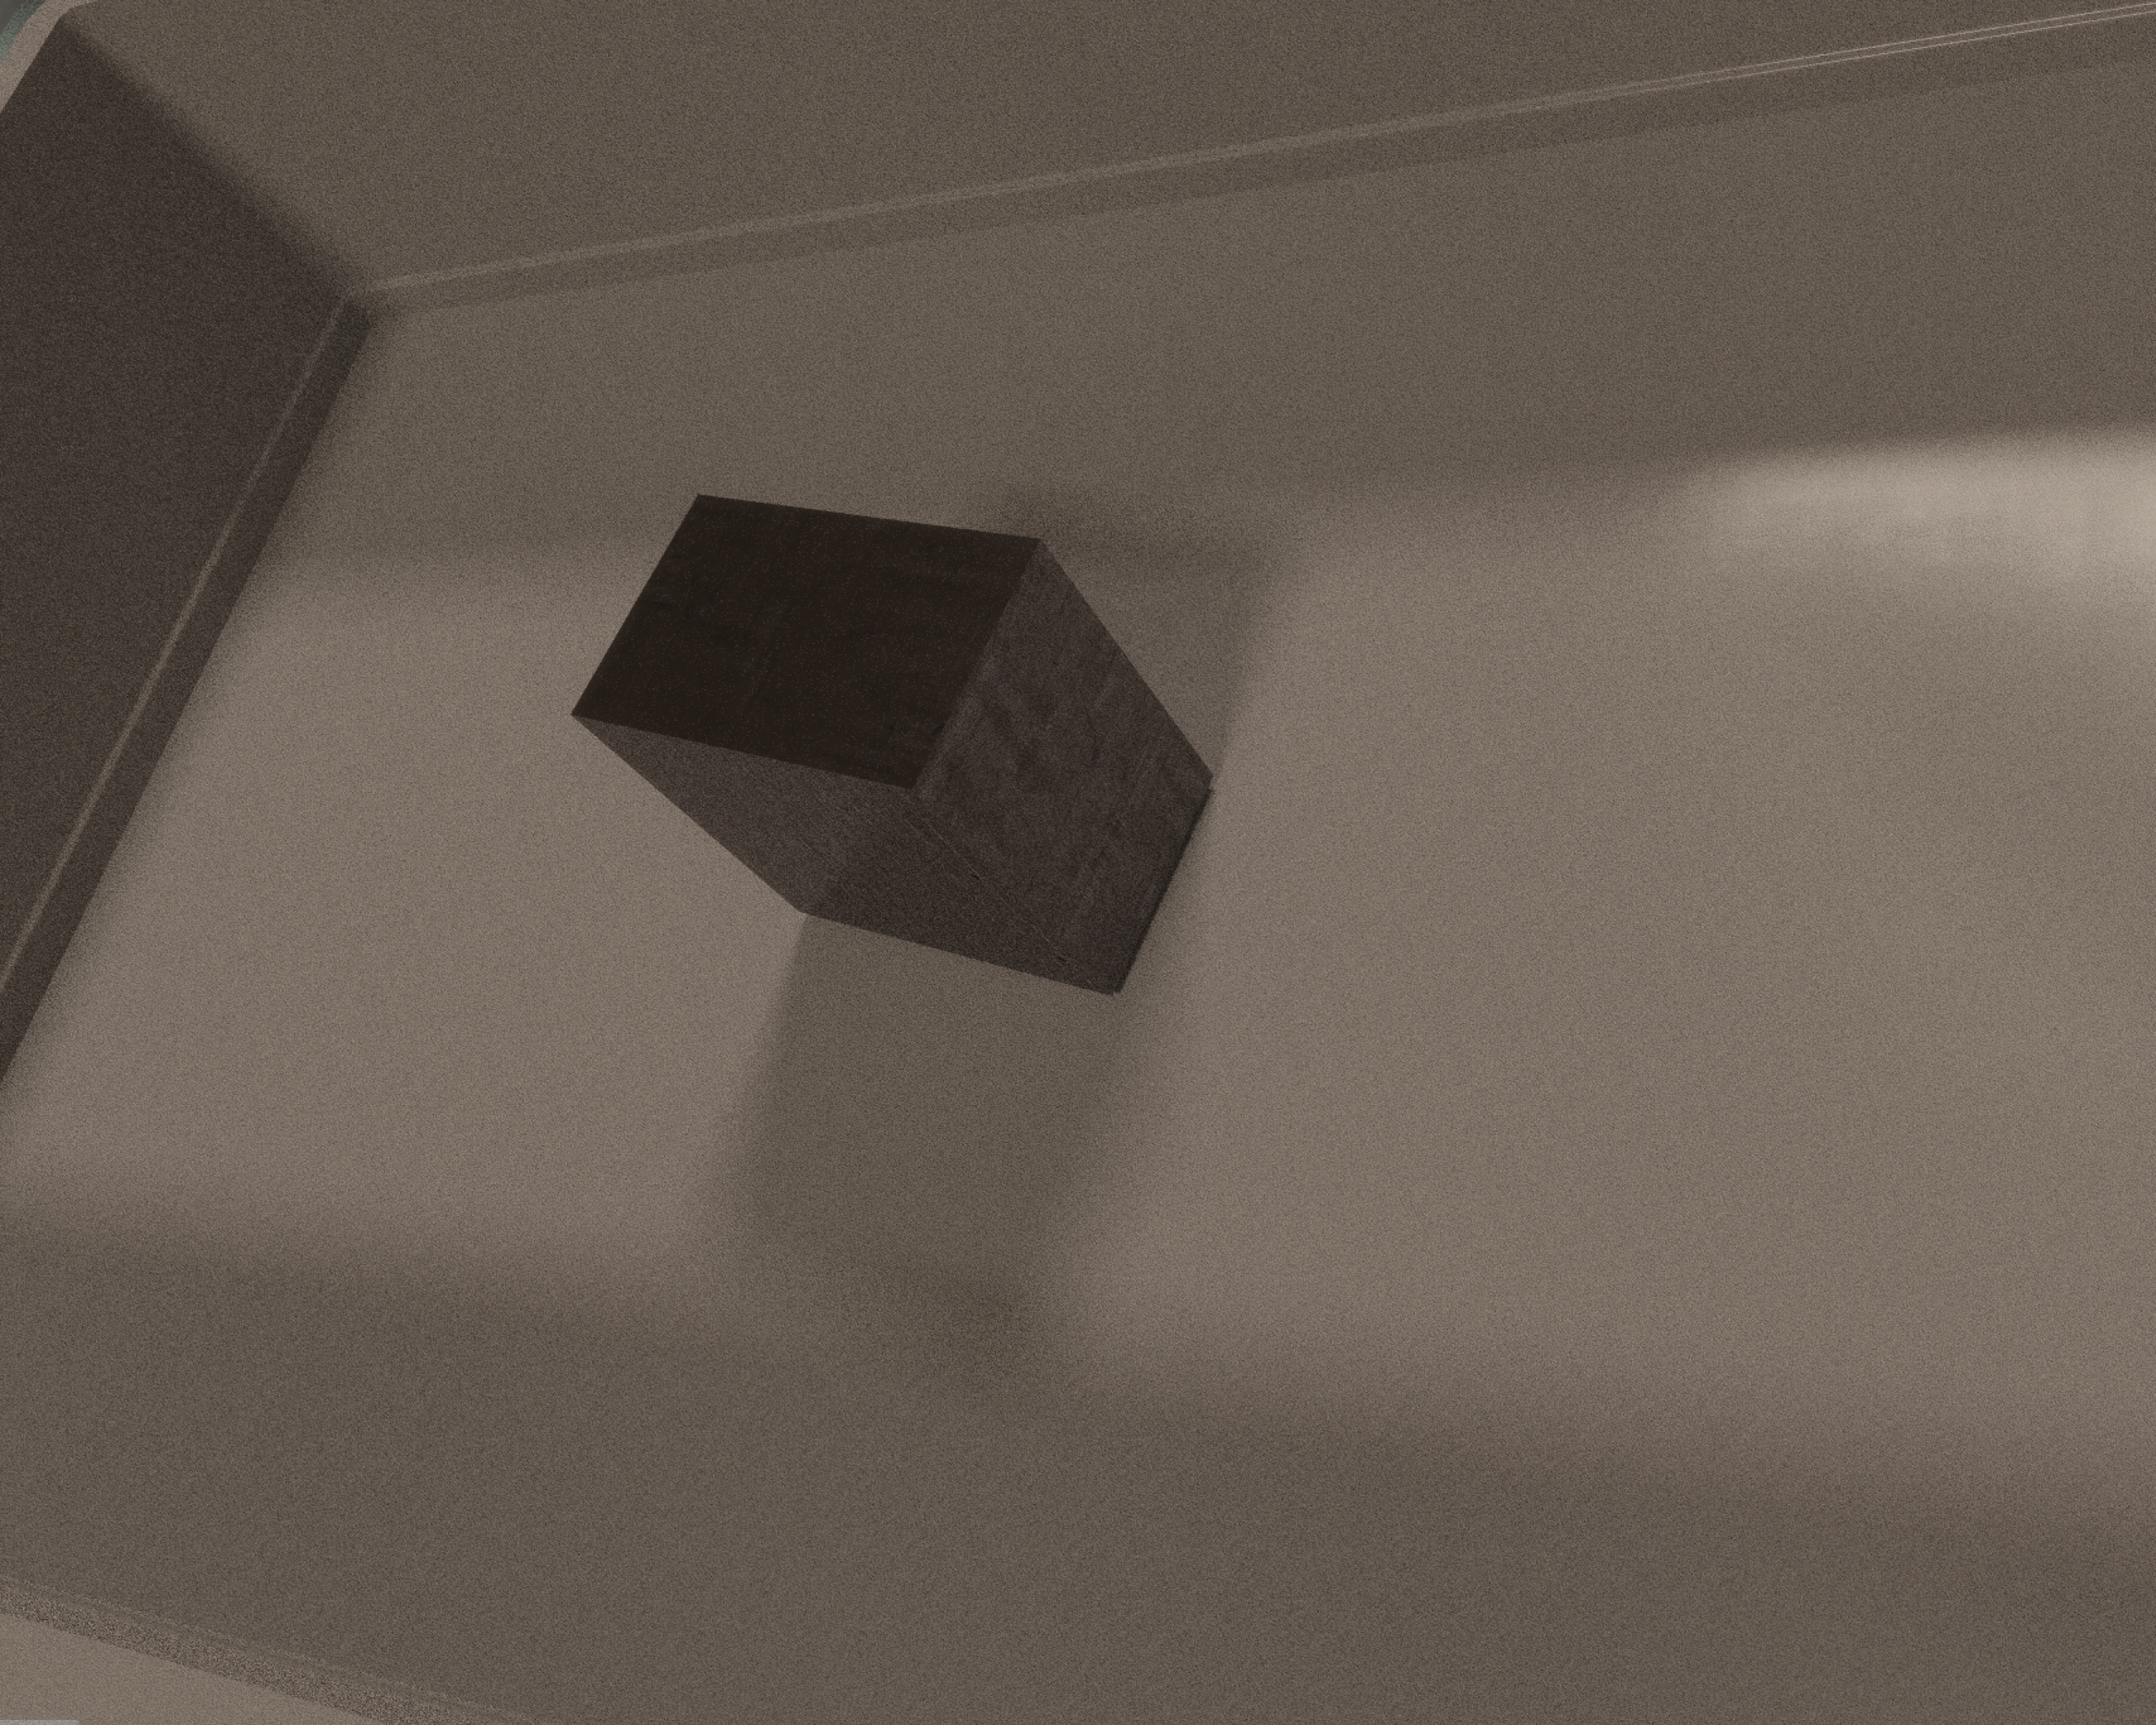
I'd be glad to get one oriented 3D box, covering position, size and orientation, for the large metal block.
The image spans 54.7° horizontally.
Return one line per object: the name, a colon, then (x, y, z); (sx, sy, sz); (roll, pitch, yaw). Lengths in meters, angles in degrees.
large metal block: (-0.033, -0.022, 0.397); (0.080, 0.080, 0.050); (13, 69, 33)
